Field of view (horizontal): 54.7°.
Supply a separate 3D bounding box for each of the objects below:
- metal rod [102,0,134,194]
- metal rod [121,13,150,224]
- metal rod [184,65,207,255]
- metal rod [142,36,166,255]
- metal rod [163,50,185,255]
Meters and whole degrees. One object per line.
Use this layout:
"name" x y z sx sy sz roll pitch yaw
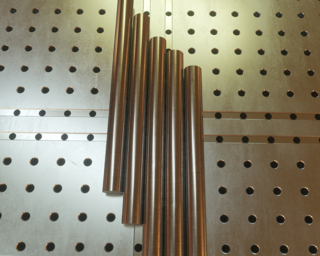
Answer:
"metal rod" -0.056 -0.061 0.433 0.025 0.025 0.299 1 70 0
"metal rod" -0.030 -0.026 0.420 0.025 0.025 0.299 1 70 0
"metal rod" 0.044 0.057 0.390 0.025 0.025 0.299 1 70 0
"metal rod" -0.006 0.012 0.406 0.025 0.025 0.299 1 70 0
"metal rod" 0.019 0.033 0.399 0.025 0.025 0.299 1 70 0
